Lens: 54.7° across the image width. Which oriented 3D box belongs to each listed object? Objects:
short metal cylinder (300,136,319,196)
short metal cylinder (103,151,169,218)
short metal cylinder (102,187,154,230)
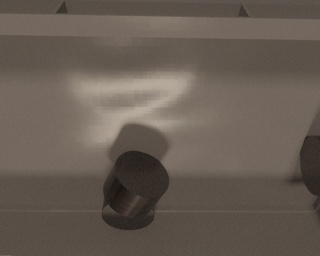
[{"bbox_3d":[0.233,0.050,0.420,0.050,0.080,0.079,-2,130,1],"label":"short metal cylinder"},{"bbox_3d":[-0.034,0.079,0.440,0.081,0.080,0.050,19,127,-16],"label":"short metal cylinder"},{"bbox_3d":[-0.049,0.119,0.493,0.081,0.050,0.079,0,130,0],"label":"short metal cylinder"}]
